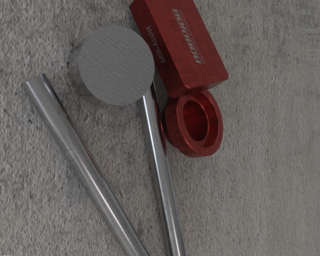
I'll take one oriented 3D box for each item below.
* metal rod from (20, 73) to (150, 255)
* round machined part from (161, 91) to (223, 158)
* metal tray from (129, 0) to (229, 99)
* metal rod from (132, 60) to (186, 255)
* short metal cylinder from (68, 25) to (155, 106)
[{"bbox_3d":[-0.064,0.079,0.351,0.025,0.025,0.299,-39,114,-33],"label":"metal rod"},{"bbox_3d":[0.040,-0.008,0.418,0.099,0.042,0.098,16,67,-43],"label":"round machined part"},{"bbox_3d":[0.026,-0.108,0.392,0.091,0.030,0.129,-20,83,-43],"label":"metal tray"},{"bbox_3d":[-0.001,0.042,0.403,0.025,0.025,0.298,-18,101,-39],"label":"metal rod"},{"bbox_3d":[-0.053,-0.064,0.334,0.081,0.050,0.079,-2,94,-28],"label":"short metal cylinder"}]
